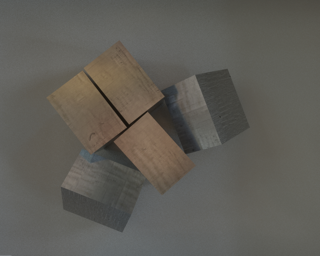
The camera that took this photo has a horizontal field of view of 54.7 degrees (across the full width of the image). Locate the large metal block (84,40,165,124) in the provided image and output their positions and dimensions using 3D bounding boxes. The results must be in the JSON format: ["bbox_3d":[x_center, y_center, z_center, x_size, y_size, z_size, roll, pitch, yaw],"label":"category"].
[{"bbox_3d":[-0.040,-0.051,0.382,0.050,0.080,0.080,-39,91,0],"label":"large metal block"}]

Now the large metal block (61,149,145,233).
[{"bbox_3d":[-0.069,0.079,0.375,0.080,0.080,0.050,22,55,-1],"label":"large metal block"}]

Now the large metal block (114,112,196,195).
[{"bbox_3d":[-0.006,0.028,0.382,0.050,0.080,0.080,-42,91,0],"label":"large metal block"}]

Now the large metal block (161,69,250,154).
[{"bbox_3d":[0.058,-0.022,0.377,0.050,0.081,0.080,-21,90,40],"label":"large metal block"}]

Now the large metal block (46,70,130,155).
[{"bbox_3d":[-0.081,-0.017,0.382,0.050,0.080,0.080,-38,90,0],"label":"large metal block"}]
